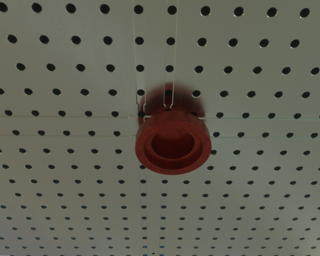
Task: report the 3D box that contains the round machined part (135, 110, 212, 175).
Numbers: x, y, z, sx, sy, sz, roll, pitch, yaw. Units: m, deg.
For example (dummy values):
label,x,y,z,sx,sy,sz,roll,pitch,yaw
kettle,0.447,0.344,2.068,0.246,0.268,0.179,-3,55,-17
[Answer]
label,x,y,z,sx,sy,sz,roll,pitch,yaw
round machined part,0.017,0.015,0.414,0.099,0.042,0.097,-1,130,0
